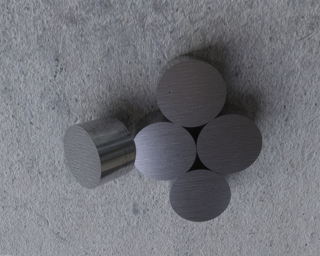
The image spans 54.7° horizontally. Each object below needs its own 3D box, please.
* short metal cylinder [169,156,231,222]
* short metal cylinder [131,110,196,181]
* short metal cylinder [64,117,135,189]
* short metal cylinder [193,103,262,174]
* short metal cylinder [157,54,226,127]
[{"bbox_3d":[0.053,0.081,0.428,0.081,0.050,0.079,0,110,0],"label":"short metal cylinder"},{"bbox_3d":[0.005,0.021,0.405,0.081,0.050,0.079,0,110,0],"label":"short metal cylinder"},{"bbox_3d":[-0.076,0.029,0.386,0.080,0.050,0.079,17,115,41],"label":"short metal cylinder"},{"bbox_3d":[0.085,0.012,0.403,0.081,0.050,0.079,0,110,0],"label":"short metal cylinder"},{"bbox_3d":[0.036,-0.047,0.380,0.081,0.050,0.079,0,110,0],"label":"short metal cylinder"}]
